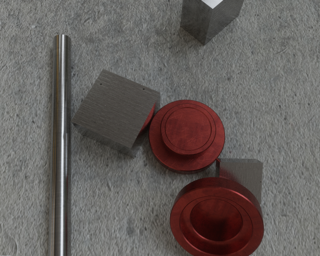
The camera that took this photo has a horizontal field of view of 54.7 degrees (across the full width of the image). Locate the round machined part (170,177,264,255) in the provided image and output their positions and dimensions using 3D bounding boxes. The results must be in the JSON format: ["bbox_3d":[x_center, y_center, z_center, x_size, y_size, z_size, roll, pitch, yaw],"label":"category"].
[{"bbox_3d":[0.063,0.097,0.346,0.098,0.042,0.097,5,111,12],"label":"round machined part"}]

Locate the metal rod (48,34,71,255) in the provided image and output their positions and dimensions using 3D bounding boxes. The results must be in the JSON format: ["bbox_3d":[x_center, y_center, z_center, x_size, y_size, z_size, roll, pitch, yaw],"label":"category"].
[{"bbox_3d":[-0.128,0.010,0.403,0.025,0.025,0.299,-5,70,-2],"label":"metal rod"}]

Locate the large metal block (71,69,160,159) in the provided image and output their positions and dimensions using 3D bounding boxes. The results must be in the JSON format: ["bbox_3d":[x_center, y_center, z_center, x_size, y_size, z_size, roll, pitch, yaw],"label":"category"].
[{"bbox_3d":[-0.053,-0.018,0.401,0.080,0.050,0.080,24,72,8],"label":"large metal block"}]

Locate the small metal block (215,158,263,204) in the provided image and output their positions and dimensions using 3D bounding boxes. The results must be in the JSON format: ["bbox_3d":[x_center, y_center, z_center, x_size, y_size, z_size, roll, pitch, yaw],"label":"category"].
[{"bbox_3d":[0.094,0.064,0.375,0.050,0.025,0.050,1,95,-1],"label":"small metal block"}]

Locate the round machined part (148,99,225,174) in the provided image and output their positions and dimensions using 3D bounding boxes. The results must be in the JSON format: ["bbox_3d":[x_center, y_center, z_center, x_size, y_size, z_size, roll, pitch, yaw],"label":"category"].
[{"bbox_3d":[0.034,0.007,0.397,0.099,0.042,0.098,0,70,0],"label":"round machined part"}]

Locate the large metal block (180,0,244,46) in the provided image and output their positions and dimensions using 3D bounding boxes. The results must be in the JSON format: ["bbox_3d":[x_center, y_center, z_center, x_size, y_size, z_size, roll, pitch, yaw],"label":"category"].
[{"bbox_3d":[0.078,-0.180,0.445,0.080,0.080,0.050,-43,76,-14],"label":"large metal block"}]
